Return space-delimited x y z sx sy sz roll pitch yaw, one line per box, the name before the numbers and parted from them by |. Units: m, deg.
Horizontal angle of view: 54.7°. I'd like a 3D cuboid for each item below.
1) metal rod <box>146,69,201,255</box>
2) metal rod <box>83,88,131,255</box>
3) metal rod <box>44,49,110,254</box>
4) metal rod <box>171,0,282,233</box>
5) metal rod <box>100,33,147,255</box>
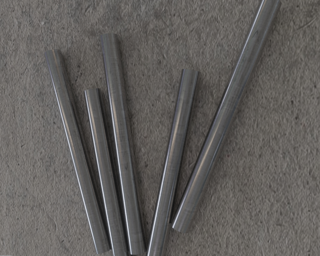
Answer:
metal rod | 0.012 0.074 0.404 0.025 0.025 0.298 12 94 19
metal rod | -0.069 0.093 0.433 0.025 0.025 0.298 -12 86 19
metal rod | -0.119 0.030 0.451 0.025 0.025 0.299 -18 84 19
metal rod | 0.078 -0.010 0.381 0.025 0.025 0.298 23 97 18
metal rod | -0.050 0.019 0.426 0.025 0.025 0.298 -9 87 20
